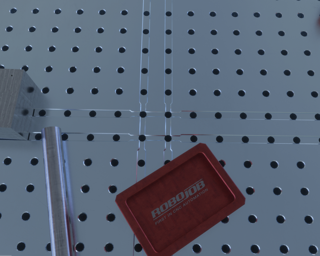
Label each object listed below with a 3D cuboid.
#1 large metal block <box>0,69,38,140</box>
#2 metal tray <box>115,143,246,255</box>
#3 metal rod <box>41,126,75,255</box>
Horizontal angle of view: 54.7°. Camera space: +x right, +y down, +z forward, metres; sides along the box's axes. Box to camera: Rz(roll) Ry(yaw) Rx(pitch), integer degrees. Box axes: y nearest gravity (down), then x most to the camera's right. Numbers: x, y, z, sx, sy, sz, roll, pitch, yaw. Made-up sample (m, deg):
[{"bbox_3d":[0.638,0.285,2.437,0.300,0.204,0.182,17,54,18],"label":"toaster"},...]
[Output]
[{"bbox_3d":[-0.217,-0.031,0.407,0.081,0.050,0.080,3,70,0],"label":"large metal block"},{"bbox_3d":[0.024,0.089,0.376,0.131,0.030,0.090,-31,73,-11],"label":"metal tray"},{"bbox_3d":[-0.113,0.140,0.359,0.025,0.025,0.299,-11,70,-4],"label":"metal rod"}]
